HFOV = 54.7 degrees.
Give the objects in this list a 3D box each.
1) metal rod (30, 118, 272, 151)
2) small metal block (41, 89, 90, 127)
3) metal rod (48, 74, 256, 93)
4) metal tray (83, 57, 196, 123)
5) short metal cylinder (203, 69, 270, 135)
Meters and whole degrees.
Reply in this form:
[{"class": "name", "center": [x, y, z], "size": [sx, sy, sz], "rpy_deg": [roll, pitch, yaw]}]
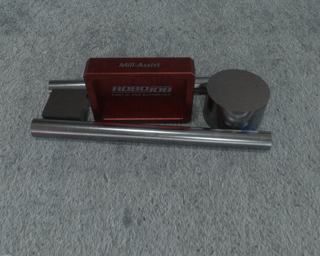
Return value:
[{"class": "metal rod", "center": [-0.013, 0.008, 0.398], "size": [0.302, 0.025, 0.025], "rpy_deg": [3, 50, 2]}, {"class": "small metal block", "center": [-0.127, -0.027, 0.427], "size": [0.050, 0.025, 0.050], "rpy_deg": [3, 50, 3]}, {"class": "metal rod", "center": [-0.008, -0.062, 0.457], "size": [0.302, 0.025, 0.025], "rpy_deg": [-2, 50, -2]}, {"class": "metal tray", "center": [-0.024, -0.046, 0.399], "size": [0.131, 0.090, 0.030], "rpy_deg": [0, 50, 0]}, {"class": "short metal cylinder", "center": [0.101, -0.034, 0.417], "size": [0.081, 0.050, 0.080], "rpy_deg": [0, 50, 0]}]
